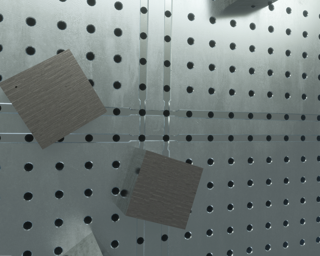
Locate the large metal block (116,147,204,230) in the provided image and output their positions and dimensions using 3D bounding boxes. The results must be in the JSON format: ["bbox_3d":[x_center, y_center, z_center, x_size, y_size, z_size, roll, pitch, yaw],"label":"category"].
[{"bbox_3d":[-0.001,0.076,0.400,0.081,0.050,0.080,20,83,-19],"label":"large metal block"}]

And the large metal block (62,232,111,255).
[{"bbox_3d":[-0.070,0.180,0.358,0.050,0.080,0.080,-37,102,-16],"label":"large metal block"}]

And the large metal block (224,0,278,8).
[{"bbox_3d":[0.137,-0.226,0.451,0.081,0.050,0.079,-11,94,-20],"label":"large metal block"}]

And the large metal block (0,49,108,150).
[{"bbox_3d":[-0.120,-0.032,0.355,0.080,0.050,0.080,-33,101,-17],"label":"large metal block"}]
